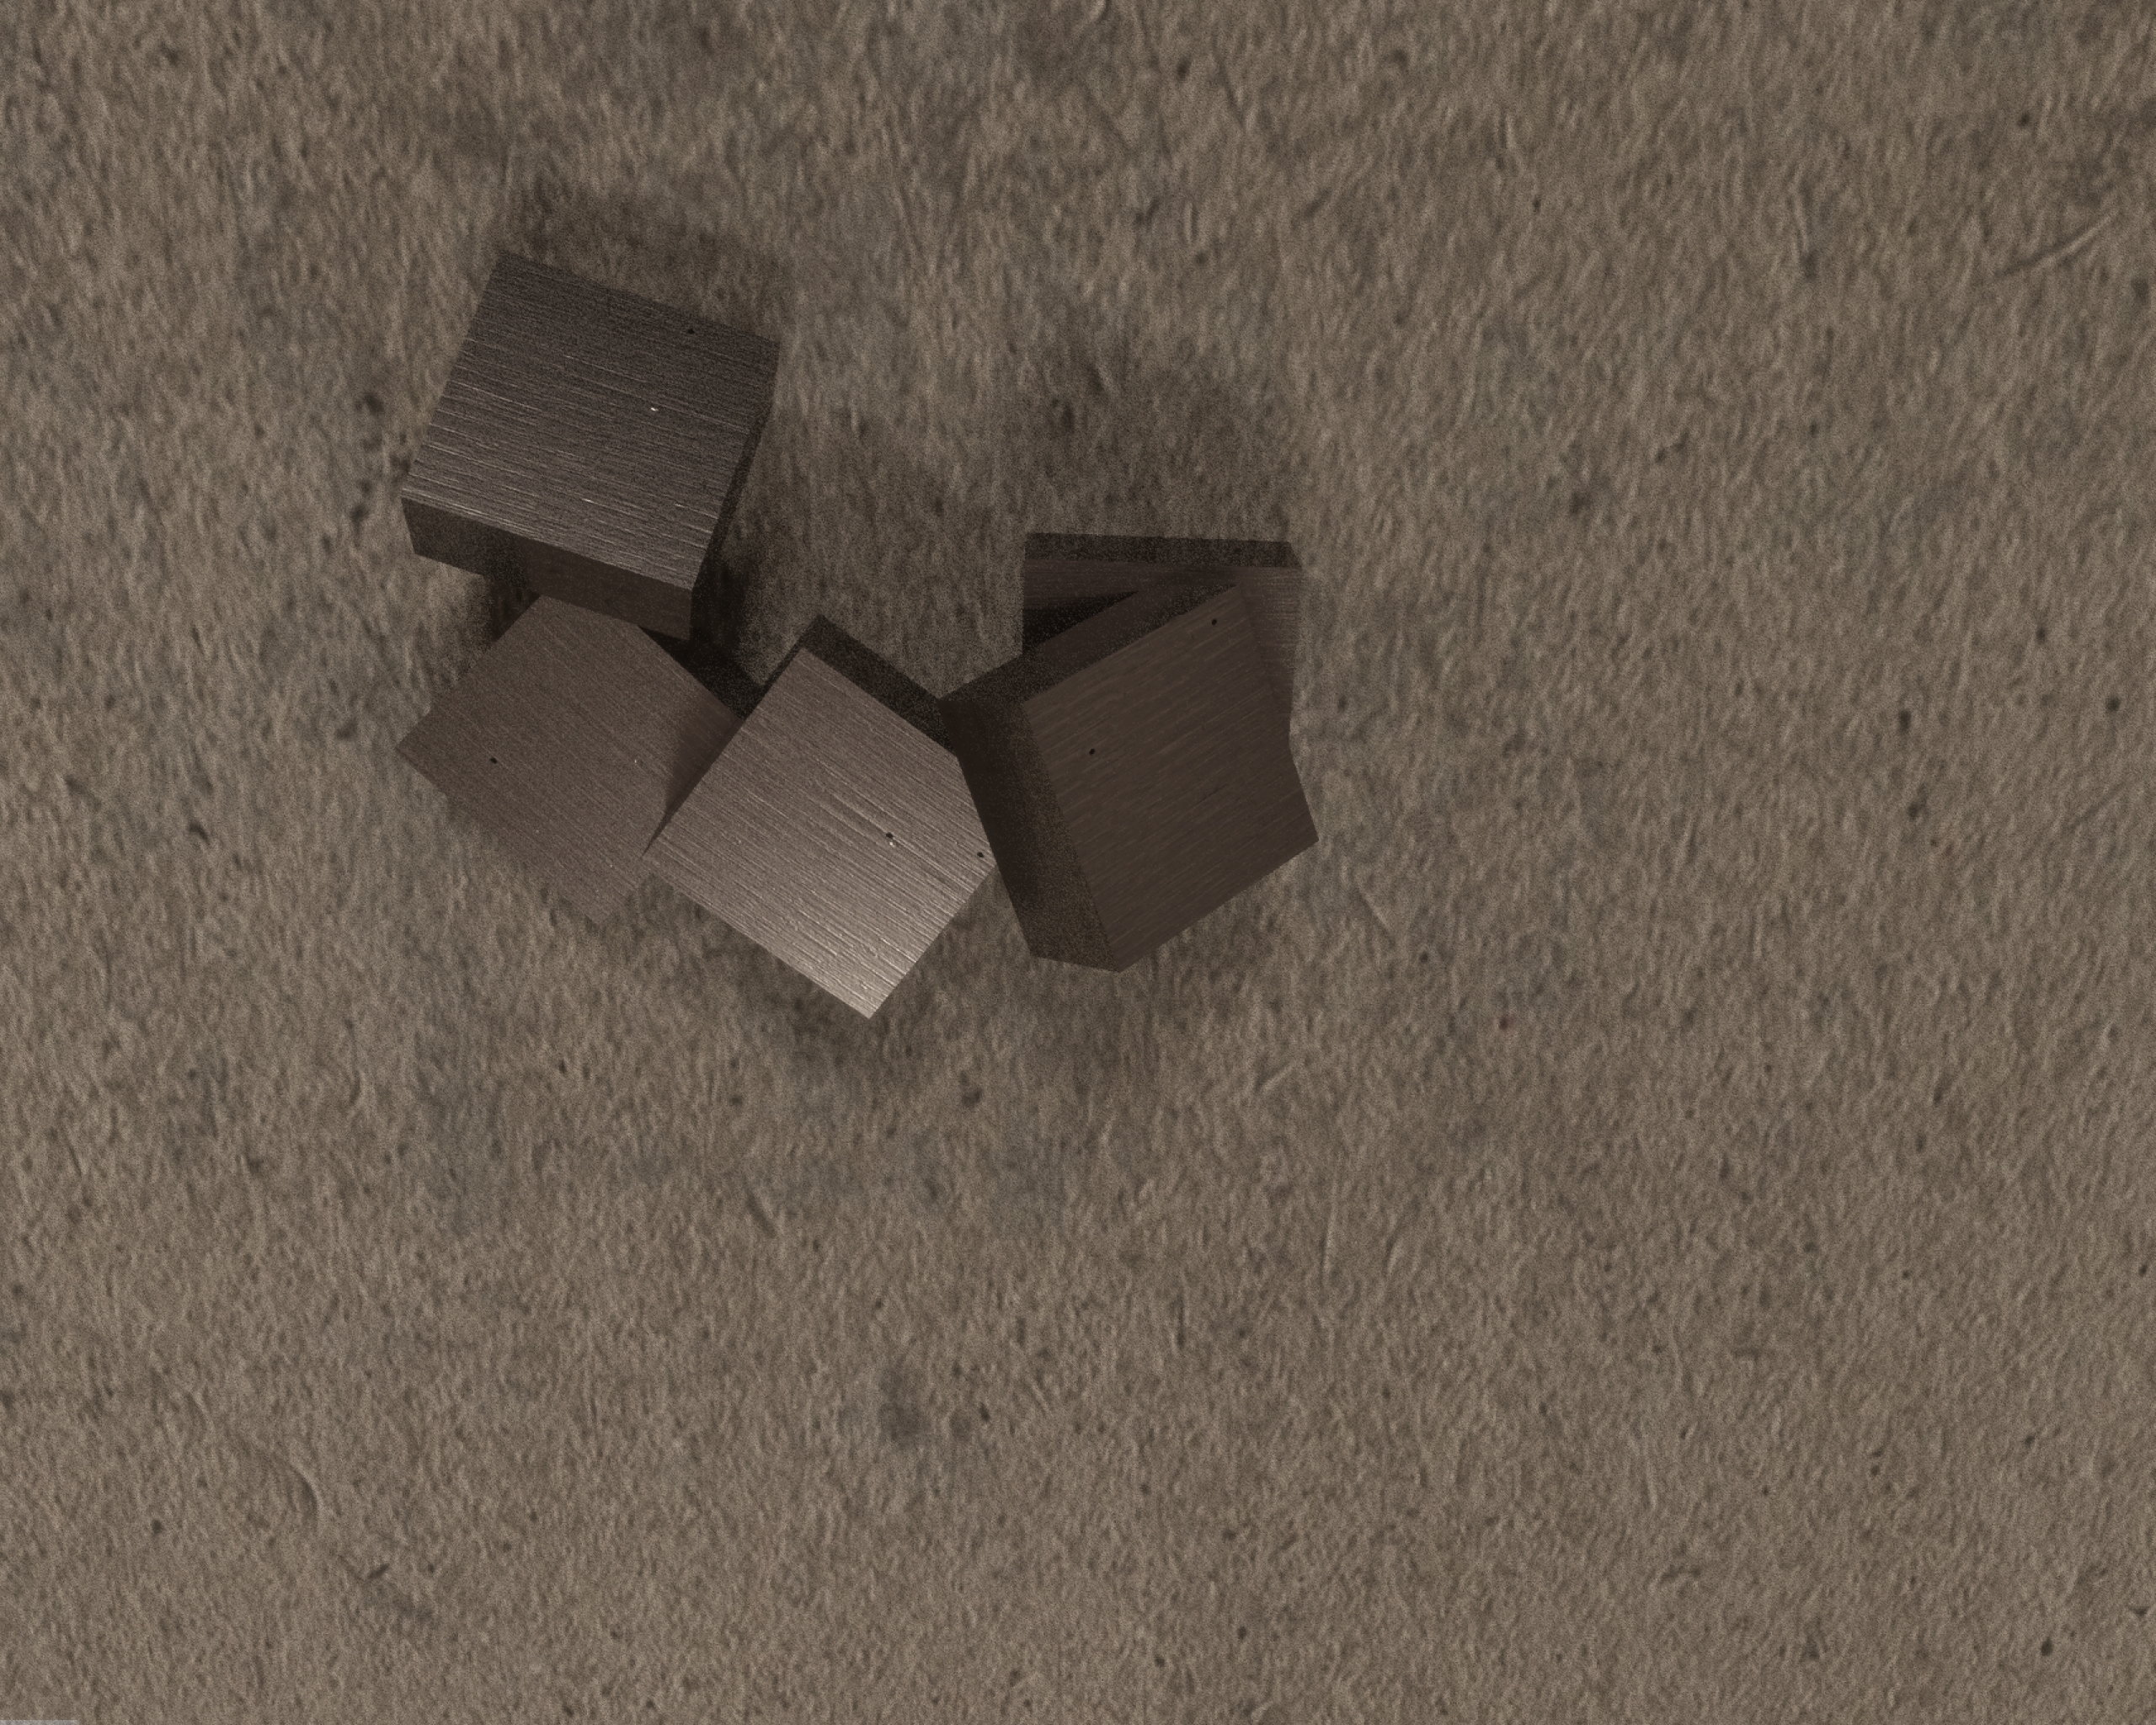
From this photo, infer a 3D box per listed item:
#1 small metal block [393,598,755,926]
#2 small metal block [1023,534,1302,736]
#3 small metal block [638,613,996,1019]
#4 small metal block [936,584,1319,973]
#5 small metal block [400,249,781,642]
[{"bbox_3d":[-0.092,-0.025,0.400,0.050,0.025,0.050,-43,105,14],"label":"small metal block"},{"bbox_3d":[0.015,-0.035,0.398,0.050,0.025,0.050,2,110,-1],"label":"small metal block"},{"bbox_3d":[-0.043,-0.008,0.379,0.050,0.025,0.050,36,106,-13],"label":"small metal block"},{"bbox_3d":[0.010,-0.016,0.365,0.050,0.025,0.050,-32,113,-31],"label":"small metal block"},{"bbox_3d":[-0.085,-0.073,0.370,0.050,0.025,0.050,18,72,-7],"label":"small metal block"}]
